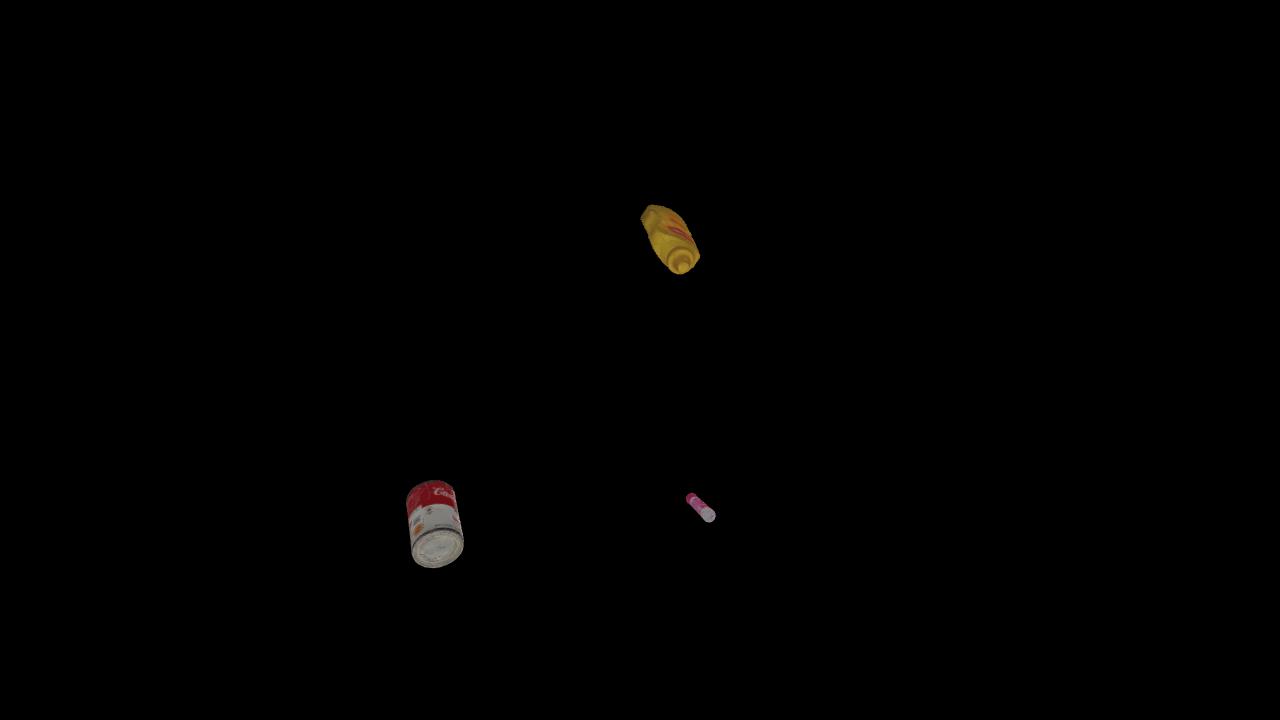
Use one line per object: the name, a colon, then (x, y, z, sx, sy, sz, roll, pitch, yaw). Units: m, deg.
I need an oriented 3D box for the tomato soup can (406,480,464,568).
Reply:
tomato soup can: (-0.279, 0.221, 0.833, 0.068, 0.068, 0.101, 0, 28, -24)

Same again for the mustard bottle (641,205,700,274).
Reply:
mustard bottle: (0.054, -0.187, 0.996, 0.092, 0.054, 0.184, 33, 24, -26)

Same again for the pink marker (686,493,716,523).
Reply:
pink marker: (0.089, 0.218, 0.914, 0.020, 0.020, 0.121, 0, -1, -8)
